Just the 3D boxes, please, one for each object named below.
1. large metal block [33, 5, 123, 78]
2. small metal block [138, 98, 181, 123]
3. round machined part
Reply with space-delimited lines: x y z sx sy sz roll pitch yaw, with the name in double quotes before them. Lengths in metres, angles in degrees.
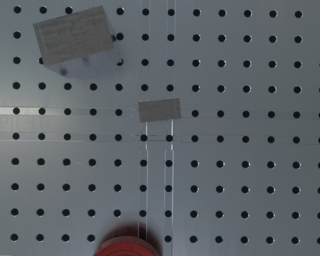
"large metal block" -0.096 -0.103 0.385 0.080 0.080 0.050 -15 90 0
"small metal block" 0.000 -0.021 0.401 0.050 0.050 0.025 -6 90 0
"round machined part" -0.044 0.189 0.405 0.099 0.042 0.097 0 90 0
